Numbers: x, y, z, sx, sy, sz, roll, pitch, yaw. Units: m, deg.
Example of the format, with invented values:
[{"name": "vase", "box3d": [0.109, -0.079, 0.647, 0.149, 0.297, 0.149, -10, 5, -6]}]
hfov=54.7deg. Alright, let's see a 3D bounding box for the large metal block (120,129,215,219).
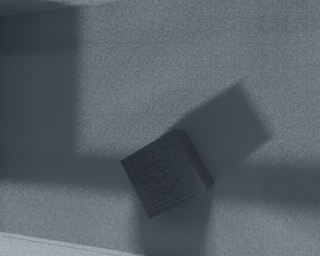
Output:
[{"name": "large metal block", "box3d": [0.010, 0.056, 0.393, 0.080, 0.050, 0.080, -31, 80, 17]}]
